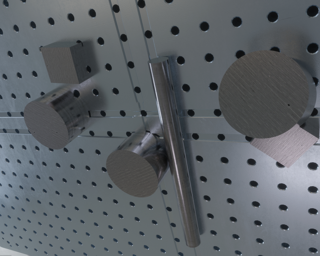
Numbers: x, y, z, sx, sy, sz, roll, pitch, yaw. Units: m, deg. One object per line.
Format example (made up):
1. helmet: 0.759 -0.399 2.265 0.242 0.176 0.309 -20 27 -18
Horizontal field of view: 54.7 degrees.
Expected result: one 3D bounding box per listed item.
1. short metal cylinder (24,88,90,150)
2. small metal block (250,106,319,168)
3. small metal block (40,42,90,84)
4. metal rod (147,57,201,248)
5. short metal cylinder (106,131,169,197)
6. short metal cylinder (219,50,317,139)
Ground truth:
1. short metal cylinder: -0.155 -0.014 0.468 0.080 0.050 0.079 13 124 21
2. small metal block: 0.138 0.009 0.344 0.050 0.025 0.050 33 129 6
3. small metal block: -0.129 -0.089 0.424 0.050 0.025 0.050 6 121 25
4. metal rod: 0.025 0.051 0.429 0.025 0.025 0.298 3 120 27
5. short metal cylinder: -0.029 0.052 0.442 0.080 0.050 0.079 13 124 21
6. short metal cylinder: 0.105 -0.031 0.301 0.080 0.050 0.079 2 94 33
